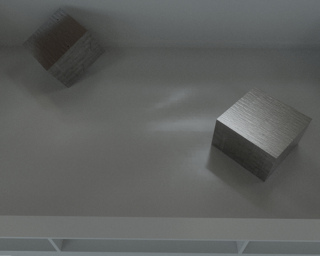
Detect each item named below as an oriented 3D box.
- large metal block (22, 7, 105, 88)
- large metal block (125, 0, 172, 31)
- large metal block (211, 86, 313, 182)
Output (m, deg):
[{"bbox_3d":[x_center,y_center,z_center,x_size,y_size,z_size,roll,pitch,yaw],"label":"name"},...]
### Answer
[{"bbox_3d":[-0.146,-0.122,0.471,0.080,0.050,0.080,-46,61,-2],"label":"large metal block"},{"bbox_3d":[-0.018,-0.229,0.584,0.080,0.050,0.080,2,50,2],"label":"large metal block"},{"bbox_3d":[0.124,0.005,0.385,0.080,0.050,0.080,37,59,27],"label":"large metal block"}]
